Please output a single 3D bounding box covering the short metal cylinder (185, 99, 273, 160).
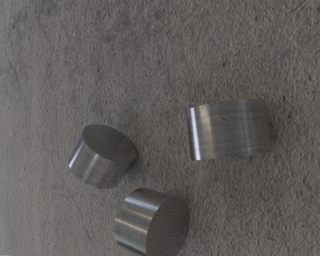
[{"bbox_3d":[0.068,0.003,0.313,0.080,0.081,0.050,-11,83,39],"label":"short metal cylinder"}]

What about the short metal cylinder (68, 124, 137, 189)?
[{"bbox_3d":[-0.080,0.039,0.436,0.080,0.081,0.050,47,118,29],"label":"short metal cylinder"}]

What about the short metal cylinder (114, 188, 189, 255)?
[{"bbox_3d":[-0.008,0.118,0.376,0.050,0.081,0.079,8,95,40],"label":"short metal cylinder"}]
